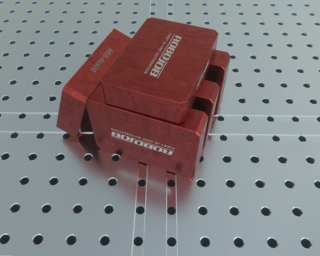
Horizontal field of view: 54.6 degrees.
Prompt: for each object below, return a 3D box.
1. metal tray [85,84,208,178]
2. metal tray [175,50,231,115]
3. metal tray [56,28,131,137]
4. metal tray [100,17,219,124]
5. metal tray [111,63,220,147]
[{"bbox_3d":[-0.015,0.005,0.361,0.130,0.090,0.030,17,52,13],"label":"metal tray"},{"bbox_3d":[0.023,-0.072,0.425,0.130,0.090,0.030,16,53,13],"label":"metal tray"},{"bbox_3d":[-0.086,-0.061,0.413,0.030,0.090,0.130,30,53,-4],"label":"metal tray"},{"bbox_3d":[0.005,-0.070,0.346,0.090,0.030,0.130,16,52,13],"label":"metal tray"},{"bbox_3d":[0.001,-0.029,0.388,0.130,0.090,0.030,16,51,12],"label":"metal tray"}]
